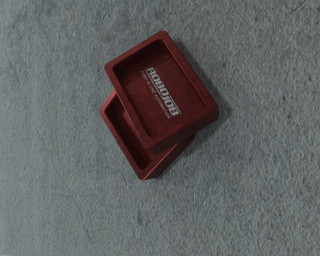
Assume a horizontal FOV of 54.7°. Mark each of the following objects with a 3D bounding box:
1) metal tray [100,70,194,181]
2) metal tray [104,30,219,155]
[{"bbox_3d":[-0.023,-0.007,0.420,0.090,0.030,0.130,-49,61,28],"label":"metal tray"},{"bbox_3d":[-0.001,-0.045,0.371,0.090,0.030,0.130,-31,65,3],"label":"metal tray"}]
